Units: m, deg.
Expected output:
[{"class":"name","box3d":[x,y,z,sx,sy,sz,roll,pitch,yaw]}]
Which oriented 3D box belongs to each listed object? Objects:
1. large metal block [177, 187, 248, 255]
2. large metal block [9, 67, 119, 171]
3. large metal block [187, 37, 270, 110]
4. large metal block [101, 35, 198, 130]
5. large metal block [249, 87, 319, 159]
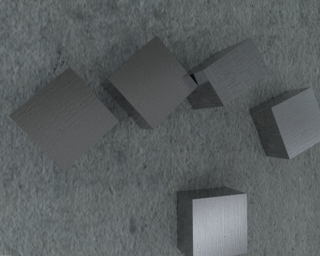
[{"class":"large metal block","box3d":[0.070,0.128,0.423,0.081,0.050,0.079,-1,91,-20]},{"class":"large metal block","box3d":[-0.108,-0.010,0.356,0.080,0.050,0.080,-44,104,-15]},{"class":"large metal block","box3d":[0.080,-0.069,0.411,0.080,0.080,0.050,-36,102,-17]},{"class":"large metal block","box3d":[-0.014,-0.054,0.391,0.080,0.050,0.080,-45,105,-15]},{"class":"large metal block","box3d":[0.195,-0.008,0.470,0.081,0.050,0.080,-25,99,-19]}]
